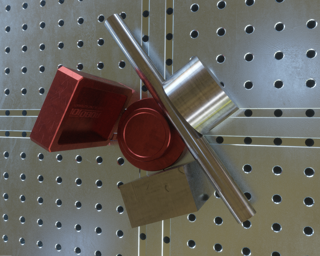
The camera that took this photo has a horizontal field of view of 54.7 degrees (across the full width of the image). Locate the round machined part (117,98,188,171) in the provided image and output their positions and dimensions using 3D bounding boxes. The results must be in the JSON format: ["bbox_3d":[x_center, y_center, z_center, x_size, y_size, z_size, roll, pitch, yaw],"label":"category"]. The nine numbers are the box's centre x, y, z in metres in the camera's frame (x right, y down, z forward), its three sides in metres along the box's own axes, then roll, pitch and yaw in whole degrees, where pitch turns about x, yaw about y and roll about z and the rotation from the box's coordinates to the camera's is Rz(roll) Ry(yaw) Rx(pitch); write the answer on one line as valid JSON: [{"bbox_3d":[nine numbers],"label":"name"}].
[{"bbox_3d":[-0.013,0.009,0.407,0.098,0.042,0.097,0,90,19],"label":"round machined part"}]

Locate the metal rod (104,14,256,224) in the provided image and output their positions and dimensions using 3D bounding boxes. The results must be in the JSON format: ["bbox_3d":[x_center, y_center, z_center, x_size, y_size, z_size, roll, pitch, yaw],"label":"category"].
[{"bbox_3d":[0.019,-0.020,0.383,0.025,0.025,0.299,-37,79,16],"label":"metal rod"}]

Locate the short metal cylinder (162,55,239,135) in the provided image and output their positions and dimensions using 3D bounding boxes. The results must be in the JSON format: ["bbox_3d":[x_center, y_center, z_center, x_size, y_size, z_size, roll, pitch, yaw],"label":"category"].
[{"bbox_3d":[0.048,-0.039,0.365,0.050,0.080,0.080,-39,78,16],"label":"short metal cylinder"}]

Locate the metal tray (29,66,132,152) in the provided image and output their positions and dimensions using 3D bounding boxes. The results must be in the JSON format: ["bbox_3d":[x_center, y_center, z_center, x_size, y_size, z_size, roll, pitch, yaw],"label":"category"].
[{"bbox_3d":[-0.091,-0.020,0.388,0.030,0.130,0.090,29,99,17],"label":"metal tray"}]

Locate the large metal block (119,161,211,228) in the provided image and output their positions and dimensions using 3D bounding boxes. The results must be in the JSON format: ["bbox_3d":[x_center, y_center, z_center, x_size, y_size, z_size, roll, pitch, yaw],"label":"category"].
[{"bbox_3d":[0.010,0.077,0.379,0.080,0.080,0.050,-20,84,18],"label":"large metal block"}]
